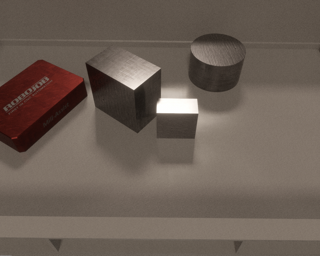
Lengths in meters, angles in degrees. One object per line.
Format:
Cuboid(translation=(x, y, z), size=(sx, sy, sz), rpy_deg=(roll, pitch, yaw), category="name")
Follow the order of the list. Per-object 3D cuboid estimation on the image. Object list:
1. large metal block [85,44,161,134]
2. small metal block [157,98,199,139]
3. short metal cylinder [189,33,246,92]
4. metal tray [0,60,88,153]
Cuboid(translation=(-0.046, -0.052, 0.412), size=(0.080, 0.080, 0.050), rpy_deg=(31, 57, 23), category="large metal block")
Cuboid(translation=(0.021, -0.011, 0.399), size=(0.050, 0.050, 0.025), rpy_deg=(1, 50, 0), category="small metal block")
Cuboid(translation=(0.086, -0.101, 0.474), size=(0.081, 0.050, 0.080), rpy_deg=(0, 50, 0), category="short metal cylinder")
Cuboid(translation=(-0.178, -0.036, 0.430), size=(0.090, 0.030, 0.130), rpy_deg=(26, 54, 19), category="metal tray")
